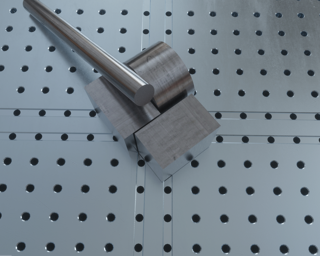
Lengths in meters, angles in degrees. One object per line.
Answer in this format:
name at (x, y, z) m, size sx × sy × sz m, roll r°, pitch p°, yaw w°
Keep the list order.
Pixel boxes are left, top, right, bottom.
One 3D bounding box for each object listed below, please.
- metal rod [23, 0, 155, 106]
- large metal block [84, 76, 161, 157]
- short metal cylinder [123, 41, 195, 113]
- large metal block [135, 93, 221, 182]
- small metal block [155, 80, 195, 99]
metal rod at (-0.108, -0.113, 0.396) m, size 0.025 × 0.025 × 0.300 m, roll -40°, pitch 54°, yaw -13°
large metal block at (-0.044, -0.018, 0.389) m, size 0.050 × 0.080 × 0.080 m, roll -36°, pitch 74°, yaw -12°
short metal cylinder at (-0.003, -0.057, 0.376) m, size 0.050 × 0.080 × 0.080 m, roll -35°, pitch 74°, yaw -12°
large metal block at (0.020, 0.015, 0.375) m, size 0.080 × 0.080 × 0.050 m, roll -36°, pitch 74°, yaw -12°
small metal block at (0.012, -0.050, 0.431) m, size 0.050 × 0.025 × 0.050 m, roll -40°, pitch 75°, yaw -14°
